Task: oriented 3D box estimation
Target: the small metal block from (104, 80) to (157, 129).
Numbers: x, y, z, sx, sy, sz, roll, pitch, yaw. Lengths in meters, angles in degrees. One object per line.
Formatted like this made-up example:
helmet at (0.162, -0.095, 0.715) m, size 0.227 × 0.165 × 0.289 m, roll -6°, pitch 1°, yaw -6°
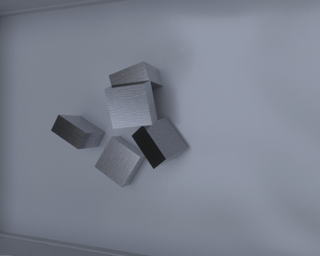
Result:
small metal block at (-0.035, -0.029, 0.376) m, size 0.050 × 0.025 × 0.050 m, roll -6°, pitch 106°, yaw 16°

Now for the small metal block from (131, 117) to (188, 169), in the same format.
small metal block at (0.000, 0.018, 0.394) m, size 0.025 × 0.050 × 0.050 m, roll -43°, pitch 76°, yaw 36°

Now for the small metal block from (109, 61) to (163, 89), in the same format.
small metal block at (-0.031, -0.062, 0.408) m, size 0.050 × 0.050 × 0.025 m, roll -18°, pitch 83°, yaw 19°

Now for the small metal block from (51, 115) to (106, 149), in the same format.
small metal block at (-0.114, 0.005, 0.438) m, size 0.050 × 0.050 × 0.025 m, roll 31°, pitch 100°, yaw 17°

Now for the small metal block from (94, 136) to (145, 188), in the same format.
small metal block at (-0.054, 0.046, 0.430) m, size 0.050 × 0.025 × 0.050 m, roll 34°, pitch 101°, yaw 16°
